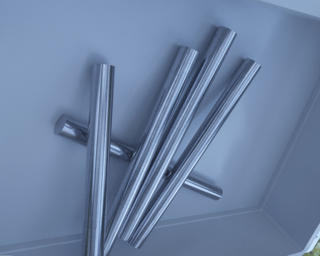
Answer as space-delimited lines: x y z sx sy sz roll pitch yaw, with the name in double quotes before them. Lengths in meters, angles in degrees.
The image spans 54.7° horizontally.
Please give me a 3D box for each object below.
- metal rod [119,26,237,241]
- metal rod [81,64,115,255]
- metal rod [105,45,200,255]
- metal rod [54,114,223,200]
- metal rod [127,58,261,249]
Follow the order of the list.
"metal rod" 0.016 0.013 0.400 0.025 0.025 0.299 21 99 -36
"metal rod" -0.071 0.081 0.341 0.025 0.025 0.298 3 92 -30
"metal rod" -0.024 0.041 0.388 0.025 0.025 0.298 19 98 -36
"metal rod" -0.007 0.054 0.437 0.301 0.025 0.025 29 102 -38
"metal rod" 0.045 0.036 0.429 0.025 0.025 0.299 32 93 -38
